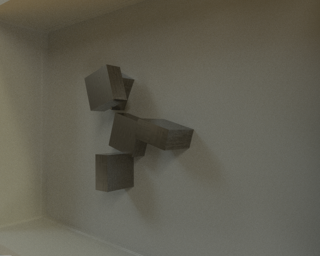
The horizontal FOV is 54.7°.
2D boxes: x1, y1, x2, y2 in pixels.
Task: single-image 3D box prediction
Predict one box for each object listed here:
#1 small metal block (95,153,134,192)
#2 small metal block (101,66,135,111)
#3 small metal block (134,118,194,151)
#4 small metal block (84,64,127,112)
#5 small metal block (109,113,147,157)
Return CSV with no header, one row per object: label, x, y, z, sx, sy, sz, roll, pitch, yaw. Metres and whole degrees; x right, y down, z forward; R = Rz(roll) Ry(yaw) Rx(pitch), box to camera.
small metal block,-0.064,0.061,0.444,0.025,0.050,0.050,0,90,40
small metal block,-0.071,-0.060,0.466,0.050,0.025,0.050,32,110,35
small metal block,0.005,0.007,0.386,0.050,0.050,0.025,21,103,38
small metal block,-0.078,-0.055,0.439,0.050,0.025,0.050,-21,77,38
small metal block,-0.043,0.009,0.443,0.050,0.025,0.050,22,104,38
